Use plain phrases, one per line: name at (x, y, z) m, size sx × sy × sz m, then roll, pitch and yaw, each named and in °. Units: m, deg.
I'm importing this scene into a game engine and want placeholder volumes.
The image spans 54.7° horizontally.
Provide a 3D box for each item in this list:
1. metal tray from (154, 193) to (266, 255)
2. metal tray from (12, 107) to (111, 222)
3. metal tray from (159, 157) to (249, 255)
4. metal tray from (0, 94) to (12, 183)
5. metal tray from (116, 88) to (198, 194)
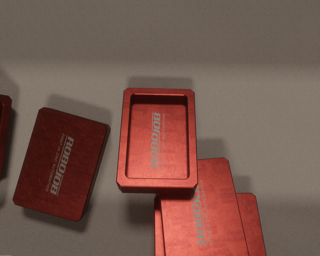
metal tray at (0.059, 0.130, 0.389) m, size 0.131 × 0.030 × 0.090 m, roll -1°, pitch 60°, yaw -1°
metal tray at (-0.127, 0.046, 0.407) m, size 0.091 × 0.030 × 0.129 m, roll 16°, pitch 90°, yaw -1°
metal tray at (0.047, 0.103, 0.370) m, size 0.091 × 0.030 × 0.130 m, roll -4°, pitch 60°, yaw -3°
metal tray at (-0.241, 0.017, 0.377) m, size 0.030 × 0.091 × 0.129 m, roll 8°, pitch 90°, yaw 42°
metal tray at (-0.002, 0.013, 0.381) m, size 0.091 × 0.030 × 0.130 m, roll 1°, pitch 63°, yaw -1°
